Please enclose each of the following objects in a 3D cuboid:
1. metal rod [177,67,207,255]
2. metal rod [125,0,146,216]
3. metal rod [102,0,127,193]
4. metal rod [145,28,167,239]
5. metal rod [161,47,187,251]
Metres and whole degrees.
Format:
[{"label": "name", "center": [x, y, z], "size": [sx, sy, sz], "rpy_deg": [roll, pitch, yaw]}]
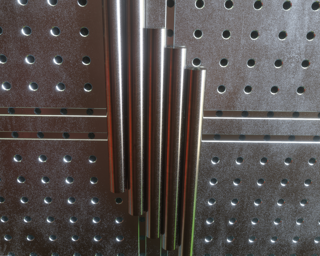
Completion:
[{"label": "metal rod", "center": [0.043, 0.066, 0.437], "size": [0.025, 0.025, 0.298], "rpy_deg": [1, 110, -1]}, {"label": "metal rod", "center": [-0.031, -0.017, 0.406], "size": [0.025, 0.025, 0.298], "rpy_deg": [1, 110, -1]}, {"label": "metal rod", "center": [-0.057, -0.053, 0.393], "size": [0.025, 0.025, 0.298], "rpy_deg": [1, 110, -1]}, {"label": "metal rod", "center": [-0.007, 0.021, 0.420], "size": [0.025, 0.025, 0.298], "rpy_deg": [1, 110, -1]}, {"label": "metal rod", "center": [0.018, 0.042, 0.428], "size": [0.025, 0.025, 0.298], "rpy_deg": [1, 110, -1]}]
